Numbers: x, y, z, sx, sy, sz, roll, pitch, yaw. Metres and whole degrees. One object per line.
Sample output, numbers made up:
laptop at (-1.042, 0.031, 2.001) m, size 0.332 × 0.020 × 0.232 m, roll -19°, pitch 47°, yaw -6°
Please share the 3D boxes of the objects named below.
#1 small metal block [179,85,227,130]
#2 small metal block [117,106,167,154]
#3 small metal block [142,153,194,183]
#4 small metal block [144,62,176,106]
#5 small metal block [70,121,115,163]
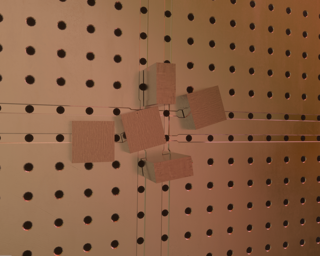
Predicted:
small metal block at (0.061, -0.029, 0.436) m, size 0.050 × 0.025 × 0.050 m, roll -18°, pitch 96°, yaw -20°
small metal block at (-0.024, 0.002, 0.405) m, size 0.050 × 0.025 × 0.050 m, roll -15°, pitch 95°, yaw -20°
small metal block at (0.009, 0.051, 0.404) m, size 0.050 × 0.050 × 0.025 m, roll -8°, pitch 93°, yaw -20°
small metal block at (-0.001, -0.054, 0.400) m, size 0.025 × 0.050 × 0.050 m, roll 0°, pitch 90°, yaw -20°
small metal block at (-0.084, 0.016, 0.382) m, size 0.050 × 0.025 × 0.050 m, roll 0°, pitch 90°, yaw -21°
